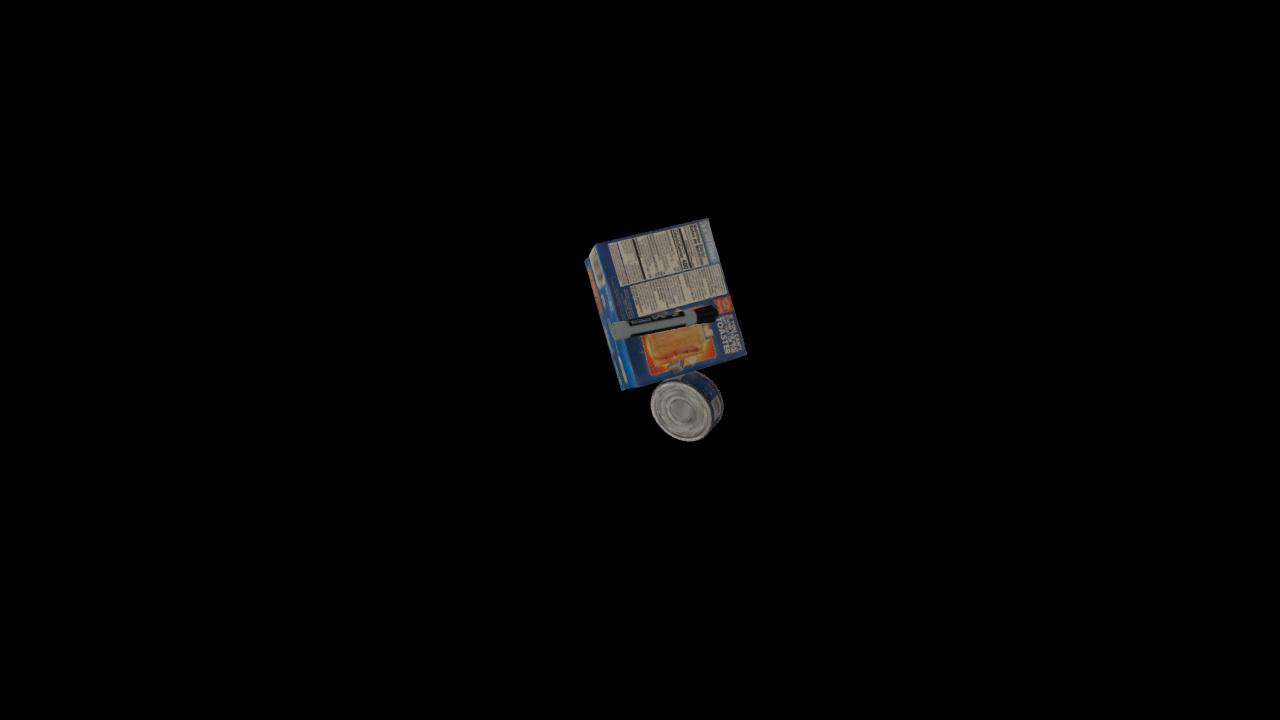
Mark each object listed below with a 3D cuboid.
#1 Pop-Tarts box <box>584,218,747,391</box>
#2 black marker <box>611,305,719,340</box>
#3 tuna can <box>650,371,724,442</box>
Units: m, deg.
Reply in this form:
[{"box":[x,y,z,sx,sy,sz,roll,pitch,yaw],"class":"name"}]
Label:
[{"box":[0.028,-0.063,0.726,0.141,0.167,0.083,-16,1,-15],"class":"Pop-Tarts box"},{"box":[0.028,-0.040,0.649,0.121,0.020,0.020,-11,4,-21],"class":"black marker"},{"box":[0.055,0.055,0.737,0.084,0.084,0.034,0,24,31],"class":"tuna can"}]
